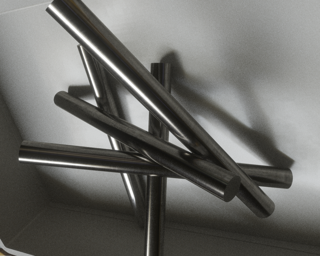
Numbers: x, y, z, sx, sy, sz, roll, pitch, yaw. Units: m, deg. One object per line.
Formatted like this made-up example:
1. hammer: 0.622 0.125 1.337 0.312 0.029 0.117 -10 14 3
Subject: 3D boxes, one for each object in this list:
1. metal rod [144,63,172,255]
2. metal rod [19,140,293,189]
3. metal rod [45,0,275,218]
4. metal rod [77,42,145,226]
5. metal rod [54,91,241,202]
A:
1. metal rod: -0.004 0.073 0.378 0.025 0.025 0.298 5 97 25
2. metal rod: 0.002 0.043 0.349 0.302 0.025 0.025 7 126 -7
3. metal rod: 0.021 -0.003 0.295 0.025 0.025 0.300 -27 120 37
4. metal rod: -0.059 0.024 0.452 0.025 0.025 0.298 0 119 28
5. metal rod: -0.042 0.004 0.361 0.300 0.025 0.025 25 131 41
